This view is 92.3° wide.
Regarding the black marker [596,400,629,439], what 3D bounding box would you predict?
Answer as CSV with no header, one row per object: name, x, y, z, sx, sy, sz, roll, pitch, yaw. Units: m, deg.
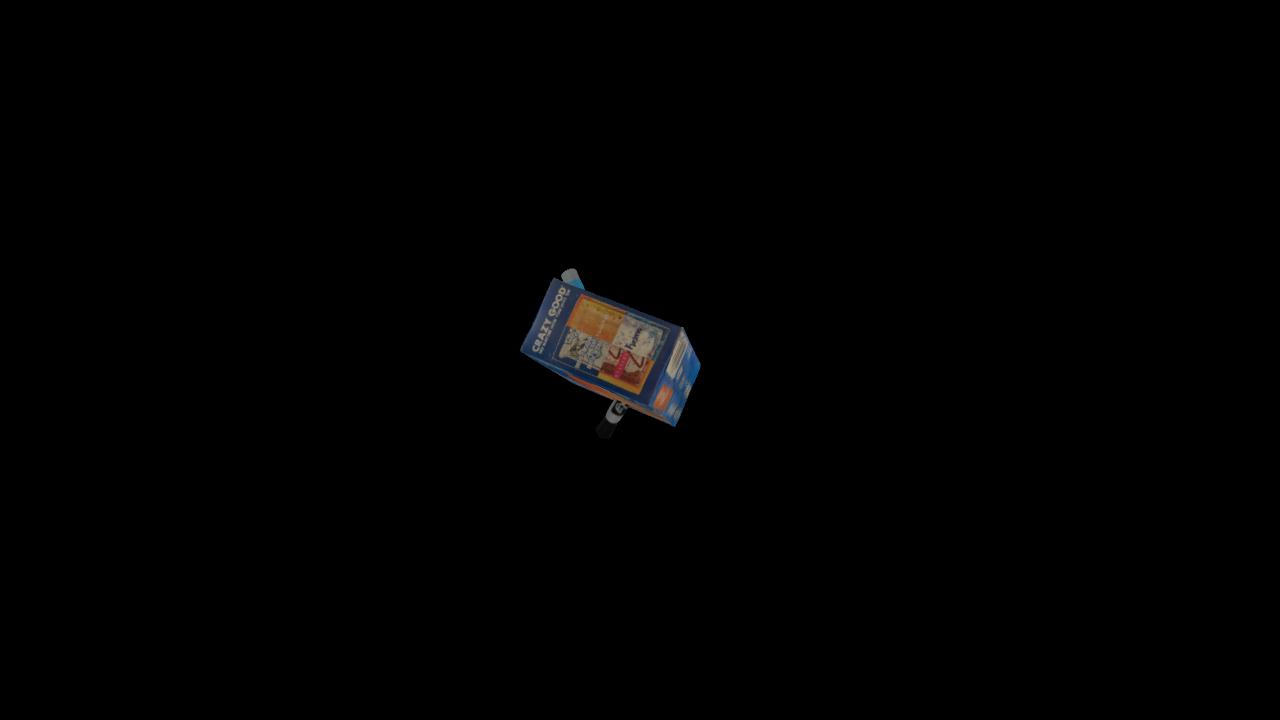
black marker,-0.016,0.039,0.641,0.020,0.121,0.020,21,35,-15

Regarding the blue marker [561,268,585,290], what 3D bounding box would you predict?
blue marker,-0.057,-0.048,0.691,0.020,0.121,0.020,-24,-15,-7

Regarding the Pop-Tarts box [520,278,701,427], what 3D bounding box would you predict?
Pop-Tarts box,-0.022,-0.001,0.646,0.141,0.083,0.167,23,-8,15
